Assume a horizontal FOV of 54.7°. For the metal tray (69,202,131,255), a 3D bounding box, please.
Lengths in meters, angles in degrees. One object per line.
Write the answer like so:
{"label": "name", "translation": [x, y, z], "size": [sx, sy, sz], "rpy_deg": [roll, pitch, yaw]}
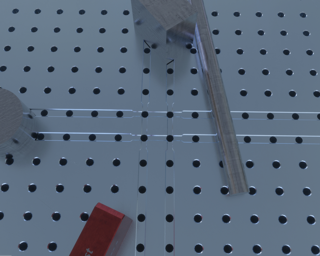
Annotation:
{"label": "metal tray", "translation": [-0.075, 0.148, 0.322], "size": [0.030, 0.090, 0.130], "rpy_deg": [24, 72, 8]}

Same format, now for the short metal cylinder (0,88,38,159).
{"label": "short metal cylinder", "translation": [-0.207, -0.005, 0.399], "size": [0.081, 0.050, 0.080], "rpy_deg": [0, 70, 0]}

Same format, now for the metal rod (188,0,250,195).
{"label": "metal rod", "translation": [0.077, -0.058, 0.433], "size": [0.025, 0.025, 0.299], "rpy_deg": [-8, 70, -3]}

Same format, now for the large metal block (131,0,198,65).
{"label": "large metal block", "translation": [0.004, -0.151, 0.438], "size": [0.050, 0.080, 0.080], "rpy_deg": [-35, 74, -12]}
